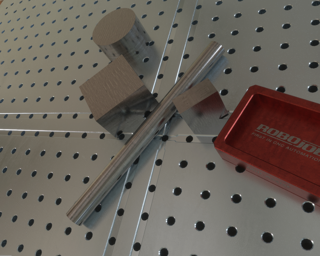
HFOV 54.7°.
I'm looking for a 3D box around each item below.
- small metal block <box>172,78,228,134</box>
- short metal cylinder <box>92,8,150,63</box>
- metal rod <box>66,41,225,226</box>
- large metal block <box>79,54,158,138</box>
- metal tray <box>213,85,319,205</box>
[{"bbox_3d":[0.050,-0.026,0.381,0.050,0.050,0.025,-32,52,7],"label":"small metal block"},{"bbox_3d":[-0.065,-0.152,0.518,0.080,0.050,0.080,-13,56,20],"label":"short metal cylinder"},{"bbox_3d":[-0.014,0.001,0.413,0.025,0.025,0.300,33,80,38],"label":"metal rod"},{"bbox_3d":[-0.060,-0.047,0.451,0.080,0.050,0.080,-37,51,3],"label":"large metal block"},{"bbox_3d":[0.135,0.014,0.325,0.130,0.030,0.090,26,76,36],"label":"metal tray"}]
